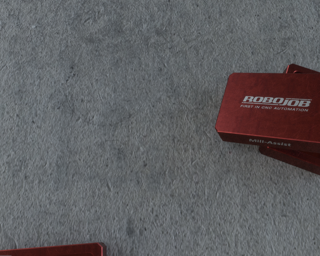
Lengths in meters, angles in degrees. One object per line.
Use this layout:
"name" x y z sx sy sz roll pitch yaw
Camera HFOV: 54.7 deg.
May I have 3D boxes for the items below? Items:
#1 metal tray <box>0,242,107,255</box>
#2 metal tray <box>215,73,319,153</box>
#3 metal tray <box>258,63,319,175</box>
"metal tray" -0.126 0.178 0.339 0.131 0.030 0.090 -4 70 -2
"metal tray" 0.143 -0.023 0.382 0.130 0.030 0.090 7 66 29
"metal tray" 0.195 -0.013 0.411 0.090 0.030 0.130 21 71 7
